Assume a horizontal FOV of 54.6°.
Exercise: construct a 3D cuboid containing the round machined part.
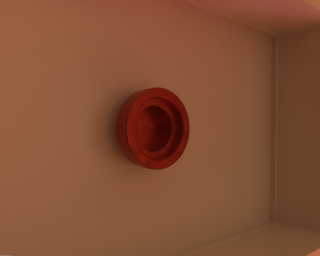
[{"bbox_3d":[-0.013,0.001,0.384,0.099,0.042,0.097,0,90,-40],"label":"round machined part"}]
